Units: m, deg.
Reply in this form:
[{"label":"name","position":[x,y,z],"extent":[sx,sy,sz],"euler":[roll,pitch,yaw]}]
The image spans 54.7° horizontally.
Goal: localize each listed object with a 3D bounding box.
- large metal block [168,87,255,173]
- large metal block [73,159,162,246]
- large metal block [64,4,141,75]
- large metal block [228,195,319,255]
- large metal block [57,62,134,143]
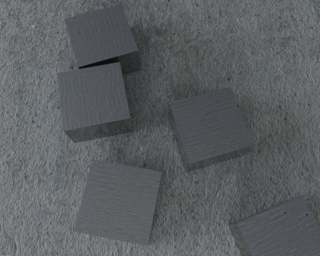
[{"label":"large metal block","position":[0.061,0.003,0.394],"extent":[0.081,0.050,0.080],"euler":[-16,71,-6]},{"label":"large metal block","position":[-0.045,0.088,0.362],"extent":[0.080,0.050,0.080],"euler":[10,70,3]},{"label":"large metal block","position":[-0.079,-0.117,0.437],"extent":[0.081,0.050,0.080],"euler":[-18,71,-6]},{"label":"large metal block","position":[0.135,0.131,0.348],"extent":[0.080,0.050,0.080],"euler":[-20,71,-7]},{"label":"large metal block","position":[-0.083,-0.032,0.406],"extent":[0.081,0.050,0.080],"euler":[-11,70,-4]}]
